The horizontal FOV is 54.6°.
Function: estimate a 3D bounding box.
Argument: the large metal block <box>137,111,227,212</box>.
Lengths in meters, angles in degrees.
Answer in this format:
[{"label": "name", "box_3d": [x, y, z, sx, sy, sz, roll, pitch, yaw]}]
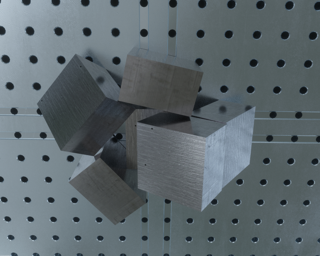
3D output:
[{"label": "large metal block", "box_3d": [0.023, 0.032, 0.338, 0.080, 0.050, 0.079, 13, 113, 31]}]

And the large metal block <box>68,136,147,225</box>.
[{"label": "large metal block", "box_3d": [-0.062, 0.063, 0.405, 0.050, 0.080, 0.080, -38, 106, 12]}]

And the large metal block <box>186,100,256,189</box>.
[{"label": "large metal block", "box_3d": [0.074, 0.016, 0.382, 0.050, 0.081, 0.079, 14, 114, 35]}]

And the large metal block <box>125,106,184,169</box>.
[{"label": "large metal block", "box_3d": [-0.001, 0.007, 0.402, 0.080, 0.050, 0.079, 1, 110, -1]}]

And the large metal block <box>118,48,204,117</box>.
[{"label": "large metal block", "box_3d": [0.001, -0.057, 0.363, 0.080, 0.080, 0.050, 12, 110, -4]}]

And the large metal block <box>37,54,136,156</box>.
[{"label": "large metal block", "box_3d": [-0.089, -0.026, 0.367, 0.080, 0.080, 0.050, -47, 148, 15]}]
